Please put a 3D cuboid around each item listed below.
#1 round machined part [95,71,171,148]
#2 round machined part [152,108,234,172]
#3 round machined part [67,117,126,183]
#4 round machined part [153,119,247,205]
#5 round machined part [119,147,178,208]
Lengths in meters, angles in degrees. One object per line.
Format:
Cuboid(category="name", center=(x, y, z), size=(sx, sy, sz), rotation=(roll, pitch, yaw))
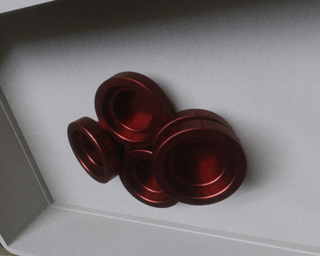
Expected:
Cuboid(category="round machined part", center=(-0.030, -0.026, 0.395), size=(0.098, 0.042, 0.097), rotation=(13, 124, 21))
Cuboid(category="round machined part", center=(0.041, 0.021, 0.373), size=(0.099, 0.042, 0.097), rotation=(1, 116, 3))
Cuboid(category="round machined part", center=(-0.087, 0.027, 0.445), size=(0.098, 0.042, 0.097), rotation=(31, 138, 34))
Cuboid(category="round machined part", center=(0.043, 0.034, 0.344), size=(0.099, 0.042, 0.097), rotation=(1, 116, 3))
Cuboid(category="round machined part", center=(-0.006, 0.061, 0.436), size=(0.098, 0.042, 0.097), rotation=(13, 124, 21))
